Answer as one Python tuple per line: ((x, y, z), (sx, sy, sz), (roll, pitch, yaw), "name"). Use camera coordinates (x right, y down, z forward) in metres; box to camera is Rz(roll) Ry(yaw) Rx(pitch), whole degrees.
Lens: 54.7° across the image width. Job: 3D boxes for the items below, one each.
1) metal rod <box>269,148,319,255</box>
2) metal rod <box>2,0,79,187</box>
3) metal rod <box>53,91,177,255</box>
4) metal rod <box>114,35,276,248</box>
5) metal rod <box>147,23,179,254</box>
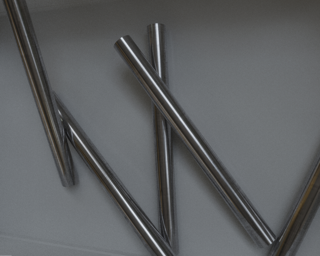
((0.191, 0.026, 0.343), (0.025, 0.025, 0.298), (24, 98, 18), "metal rod")
((-0.154, -0.055, 0.399), (0.025, 0.025, 0.298), (0, 115, 20), "metal rod")
((-0.078, 0.060, 0.422), (0.025, 0.025, 0.300), (-45, 71, 14), "metal rod")
((0.039, 0.013, 0.378), (0.025, 0.025, 0.299), (-37, 85, 16), "metal rod")
((0.004, 0.014, 0.408), (0.025, 0.025, 0.298), (-4, 89, 19), "metal rod")
